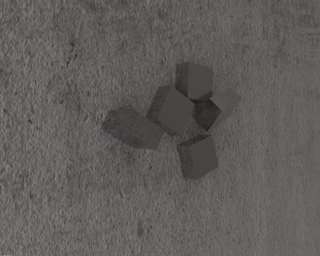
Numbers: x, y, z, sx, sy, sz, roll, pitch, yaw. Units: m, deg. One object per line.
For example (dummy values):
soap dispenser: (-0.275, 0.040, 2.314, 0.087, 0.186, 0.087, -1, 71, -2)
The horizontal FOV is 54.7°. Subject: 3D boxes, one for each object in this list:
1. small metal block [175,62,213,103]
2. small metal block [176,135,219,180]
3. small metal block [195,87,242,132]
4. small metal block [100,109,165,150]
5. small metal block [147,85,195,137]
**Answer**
small metal block: (0.049, -0.064, 0.445, 0.050, 0.025, 0.050, 4, 88, -40)
small metal block: (0.056, 0.041, 0.451, 0.050, 0.025, 0.050, -22, 104, -38)
small metal block: (0.087, -0.028, 0.458, 0.050, 0.050, 0.025, -30, 69, -36)
small metal block: (-0.032, 0.002, 0.361, 0.050, 0.050, 0.025, 35, 69, -35)
small metal block: (0.015, -0.022, 0.416, 0.050, 0.025, 0.050, 34, 69, -35)
